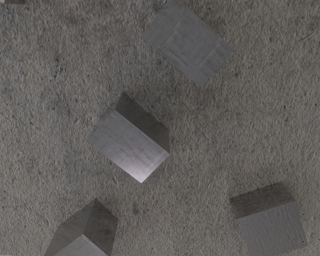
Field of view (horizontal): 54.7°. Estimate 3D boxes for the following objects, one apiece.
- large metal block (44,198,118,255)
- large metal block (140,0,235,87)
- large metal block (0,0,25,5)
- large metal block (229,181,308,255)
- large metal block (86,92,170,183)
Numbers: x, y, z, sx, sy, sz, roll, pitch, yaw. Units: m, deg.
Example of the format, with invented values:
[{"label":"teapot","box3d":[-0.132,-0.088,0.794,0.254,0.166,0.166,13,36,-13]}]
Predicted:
[{"label":"large metal block","box3d":[-0.111,0.160,0.438,0.080,0.080,0.050,-38,106,13]},{"label":"large metal block","box3d":[0.028,-0.098,0.344,0.080,0.080,0.050,37,106,-13]},{"label":"large metal block","box3d":[-0.184,-0.186,0.326,0.080,0.050,0.079,20,109,-8]},{"label":"large metal block","box3d":[0.155,0.135,0.447,0.080,0.050,0.080,-20,109,7]},{"label":"large metal block","box3d":[-0.035,0.008,0.383,0.080,0.080,0.050,40,105,-13]}]
